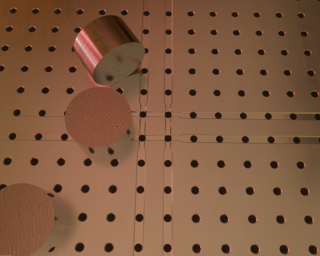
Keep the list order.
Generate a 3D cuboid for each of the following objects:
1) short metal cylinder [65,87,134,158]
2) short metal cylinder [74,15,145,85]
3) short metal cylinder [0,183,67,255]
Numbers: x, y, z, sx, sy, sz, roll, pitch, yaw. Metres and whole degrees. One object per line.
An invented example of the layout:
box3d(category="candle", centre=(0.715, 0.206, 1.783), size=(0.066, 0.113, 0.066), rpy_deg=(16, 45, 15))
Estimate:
box3d(category="short metal cylinder", centre=(-0.075, -0.006, 0.400), size=(0.081, 0.050, 0.080), rpy_deg=(0, 70, -1))
box3d(category="short metal cylinder", centre=(-0.068, -0.104, 0.420), size=(0.080, 0.080, 0.050), rpy_deg=(-32, 74, -11))
box3d(category="short metal cylinder", centre=(-0.154, 0.108, 0.357), size=(0.081, 0.050, 0.080), rpy_deg=(0, 70, 0))
